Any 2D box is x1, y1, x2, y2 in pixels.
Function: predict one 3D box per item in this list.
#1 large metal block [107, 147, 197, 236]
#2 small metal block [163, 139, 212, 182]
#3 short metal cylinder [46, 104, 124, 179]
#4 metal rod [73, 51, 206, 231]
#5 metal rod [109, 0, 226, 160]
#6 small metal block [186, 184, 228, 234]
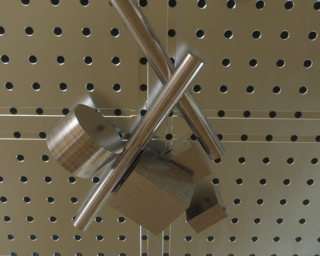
[{"bbox_3d":[-0.010,0.086,0.414,0.080,0.050,0.080,34,126,-4],"label":"large metal block"},{"bbox_3d":[0.036,0.052,0.433,0.050,0.025,0.050,-33,107,11],"label":"small metal block"},{"bbox_3d":[-0.093,0.016,0.389,0.050,0.080,0.080,-41,105,14],"label":"short metal cylinder"},{"bbox_3d":[-0.039,0.032,0.408,0.025,0.025,0.298,31,113,-11],"label":"metal rod"},{"bbox_3d":[0.000,-0.083,0.382,0.025,0.025,0.299,-31,108,10],"label":"metal rod"},{"bbox_3d":[0.065,0.114,0.443,0.050,0.050,0.025,-34,107,11],"label":"small metal block"}]
